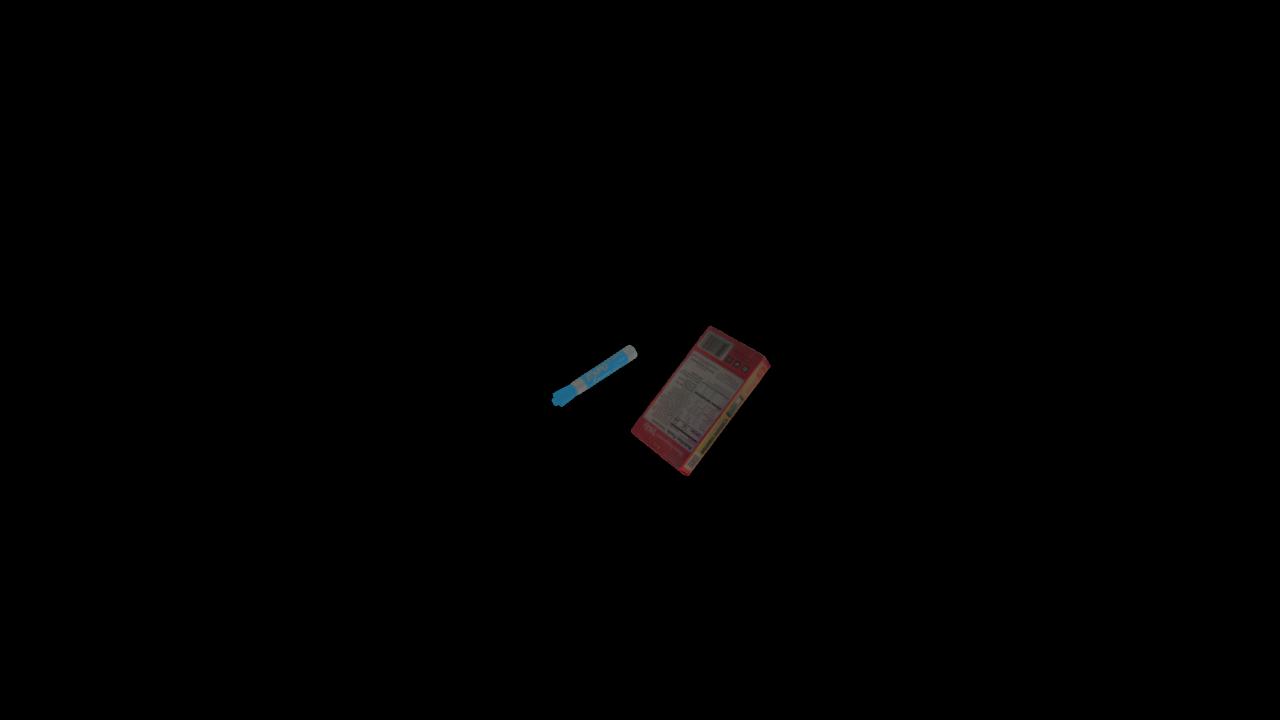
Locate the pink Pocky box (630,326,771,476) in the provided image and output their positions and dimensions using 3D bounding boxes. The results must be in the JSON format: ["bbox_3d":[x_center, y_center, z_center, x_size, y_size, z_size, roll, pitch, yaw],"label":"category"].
[{"bbox_3d":[0.066,0.044,0.687,0.084,0.155,0.029,34,-6,39],"label":"pink Pocky box"}]

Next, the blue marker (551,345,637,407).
[{"bbox_3d":[-0.053,0.018,0.715,0.121,0.020,0.020,-34,18,-29],"label":"blue marker"}]
